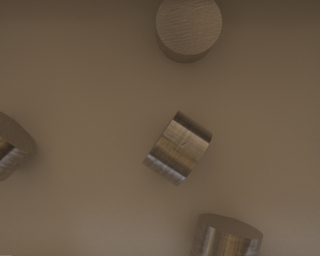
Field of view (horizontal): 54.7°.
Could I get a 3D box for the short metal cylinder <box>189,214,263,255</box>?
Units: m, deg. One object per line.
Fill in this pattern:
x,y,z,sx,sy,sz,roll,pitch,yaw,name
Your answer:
0.082,0.145,0.385,0.080,0.080,0.050,14,90,-1,short metal cylinder

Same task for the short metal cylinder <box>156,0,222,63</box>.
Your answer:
0.035,-0.128,0.399,0.081,0.050,0.079,0,90,-1,short metal cylinder

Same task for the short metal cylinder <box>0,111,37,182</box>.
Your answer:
-0.202,0.019,0.381,0.050,0.080,0.080,-45,91,0,short metal cylinder

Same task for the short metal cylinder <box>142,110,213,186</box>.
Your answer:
0.021,0.024,0.384,0.050,0.080,0.080,35,90,-1,short metal cylinder
